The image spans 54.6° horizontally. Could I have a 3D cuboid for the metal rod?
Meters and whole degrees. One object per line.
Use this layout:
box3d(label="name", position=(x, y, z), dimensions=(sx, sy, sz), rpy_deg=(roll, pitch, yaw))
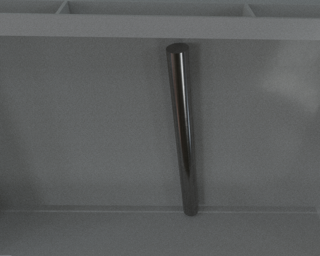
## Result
box3d(label="metal rod", position=(0.036, 0.027, 0.431), dimensions=(0.025, 0.025, 0.299), rpy_deg=(-5, 130, 4))
